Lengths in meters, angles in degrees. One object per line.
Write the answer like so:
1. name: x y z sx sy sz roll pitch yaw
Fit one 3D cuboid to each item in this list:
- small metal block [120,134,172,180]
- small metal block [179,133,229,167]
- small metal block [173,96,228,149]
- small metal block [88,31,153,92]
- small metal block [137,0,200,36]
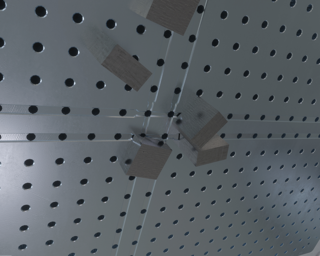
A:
1. small metal block: -0.019 0.040 0.425 0.050 0.025 0.050 16 110 -35
2. small metal block: 0.062 0.026 0.444 0.050 0.050 0.025 -10 123 -23
3. small metal block: 0.054 -0.009 0.418 0.050 0.050 0.025 -45 129 3
4. small metal block: -0.042 -0.070 0.328 0.025 0.050 0.050 -50 129 7
5. small metal block: 0.011 -0.135 0.333 0.050 0.025 0.050 14 111 -34
